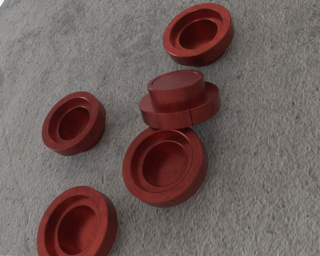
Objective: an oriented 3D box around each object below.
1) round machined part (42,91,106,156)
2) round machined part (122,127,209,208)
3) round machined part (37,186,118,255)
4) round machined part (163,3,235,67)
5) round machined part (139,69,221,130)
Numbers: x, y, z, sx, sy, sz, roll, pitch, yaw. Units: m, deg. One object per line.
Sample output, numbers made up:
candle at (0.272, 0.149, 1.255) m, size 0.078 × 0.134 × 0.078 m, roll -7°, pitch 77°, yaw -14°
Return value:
round machined part at (-0.121, -0.003, 0.459) m, size 0.098 × 0.042 × 0.098 m, roll -13°, pitch 56°, yaw 21°
round machined part at (0.009, 0.045, 0.361) m, size 0.098 × 0.042 × 0.098 m, roll -13°, pitch 56°, yaw 21°
round machined part at (-0.092, 0.122, 0.367) m, size 0.098 × 0.042 × 0.098 m, roll -13°, pitch 56°, yaw 21°
round machined part at (0.057, -0.127, 0.441) m, size 0.098 × 0.042 × 0.098 m, roll -13°, pitch 56°, yaw 21°
round machined part at (0.022, -0.040, 0.377) m, size 0.098 × 0.042 × 0.098 m, roll -10°, pitch 27°, yaw 6°
